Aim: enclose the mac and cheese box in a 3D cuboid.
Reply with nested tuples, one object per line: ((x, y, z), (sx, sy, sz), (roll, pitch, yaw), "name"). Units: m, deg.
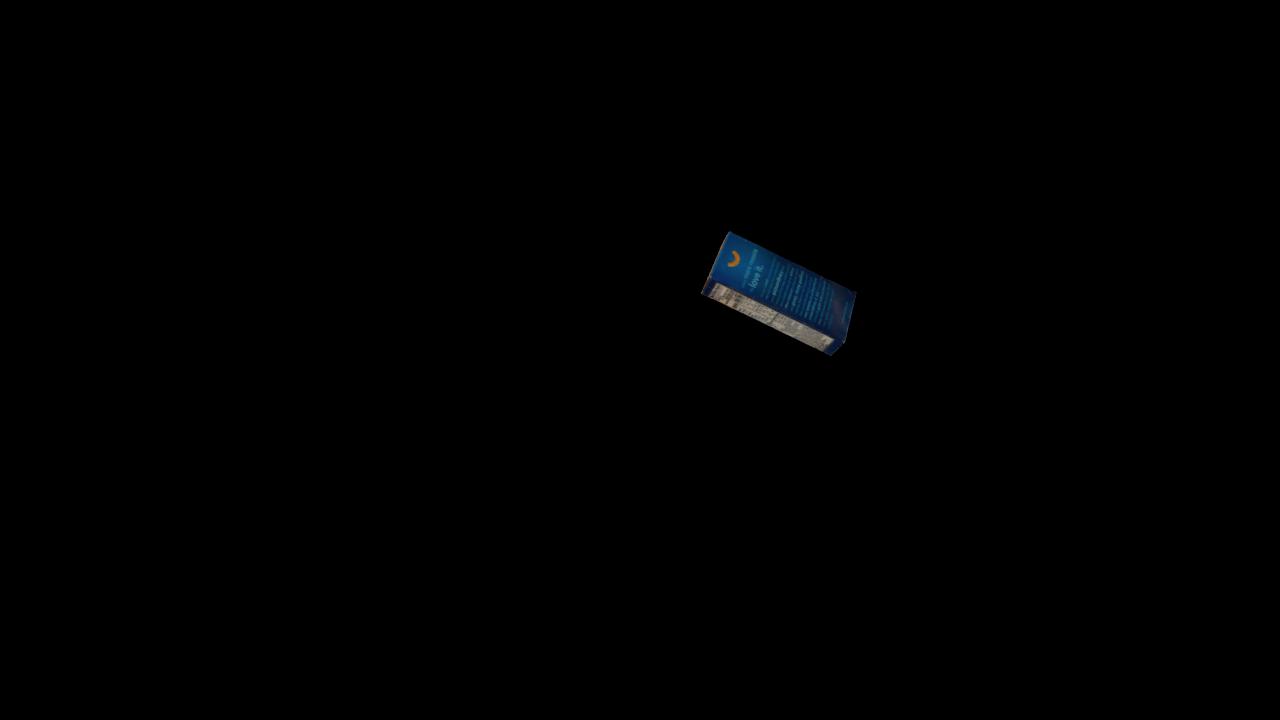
((0.177, -0.085, 0.780), (0.184, 0.093, 0.041), (26, -34, 0), "mac and cheese box")
